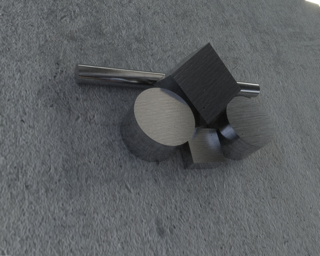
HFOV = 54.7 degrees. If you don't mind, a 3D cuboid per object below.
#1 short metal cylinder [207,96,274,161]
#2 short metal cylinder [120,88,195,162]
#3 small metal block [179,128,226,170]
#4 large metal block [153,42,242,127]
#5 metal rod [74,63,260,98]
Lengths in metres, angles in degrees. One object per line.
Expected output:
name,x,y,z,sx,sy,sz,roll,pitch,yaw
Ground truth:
short metal cylinder,0.116,0.001,0.451,0.081,0.050,0.080,14,56,-21
short metal cylinder,-0.004,-0.003,0.388,0.081,0.050,0.080,14,56,-21
small metal block,0.054,0.028,0.418,0.050,0.025,0.050,2,61,-27
large metal block,0.052,-0.057,0.429,0.080,0.050,0.080,-44,103,-26
metal rod,0.029,-0.067,0.461,0.303,0.025,0.025,1,62,-28
